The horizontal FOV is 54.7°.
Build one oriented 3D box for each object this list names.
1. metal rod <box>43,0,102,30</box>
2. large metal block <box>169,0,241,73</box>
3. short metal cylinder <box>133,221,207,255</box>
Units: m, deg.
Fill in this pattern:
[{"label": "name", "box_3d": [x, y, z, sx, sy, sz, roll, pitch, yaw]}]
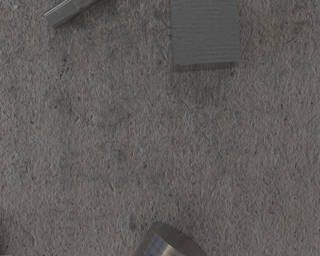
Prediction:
[{"label": "metal rod", "box_3d": [-0.020, -0.223, 0.409, 0.301, 0.025, 0.025, -33, 90, 0]}, {"label": "large metal block", "box_3d": [0.055, -0.118, 0.398, 0.080, 0.050, 0.080, -4, 90, 0]}, {"label": "short metal cylinder", "box_3d": [0.012, 0.161, 0.383, 0.080, 0.080, 0.050, 31, 90, 0]}]
